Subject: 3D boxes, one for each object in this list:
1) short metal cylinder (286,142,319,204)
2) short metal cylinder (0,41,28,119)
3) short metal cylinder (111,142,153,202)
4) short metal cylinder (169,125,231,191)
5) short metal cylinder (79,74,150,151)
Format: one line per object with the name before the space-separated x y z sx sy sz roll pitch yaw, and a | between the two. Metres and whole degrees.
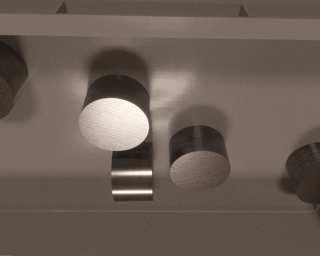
short metal cylinder | 0.233 0.067 0.453 0.081 0.050 0.079 0 130 0
short metal cylinder | -0.196 -0.054 0.344 0.081 0.050 0.079 0 130 0
short metal cylinder | -0.035 0.059 0.423 0.050 0.080 0.079 -1 130 0
short metal cylinder | 0.053 0.042 0.430 0.081 0.050 0.079 0 130 0
short metal cylinder | -0.053 -0.018 0.377 0.081 0.050 0.079 0 130 0
